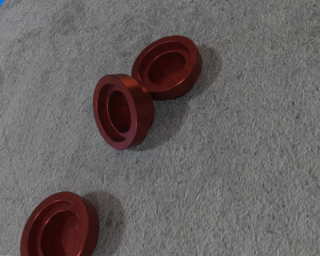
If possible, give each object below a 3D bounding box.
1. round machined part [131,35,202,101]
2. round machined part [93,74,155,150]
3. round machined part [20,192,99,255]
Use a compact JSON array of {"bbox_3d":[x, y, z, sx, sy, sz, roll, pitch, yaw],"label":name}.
[{"bbox_3d":[0.013,-0.079,0.435,0.098,0.042,0.098,-13,56,21],"label":"round machined part"},{"bbox_3d":[-0.045,-0.023,0.409,0.098,0.042,0.097,18,115,45],"label":"round machined part"},{"bbox_3d":[-0.114,0.130,0.373,0.098,0.042,0.098,-13,56,21],"label":"round machined part"}]
